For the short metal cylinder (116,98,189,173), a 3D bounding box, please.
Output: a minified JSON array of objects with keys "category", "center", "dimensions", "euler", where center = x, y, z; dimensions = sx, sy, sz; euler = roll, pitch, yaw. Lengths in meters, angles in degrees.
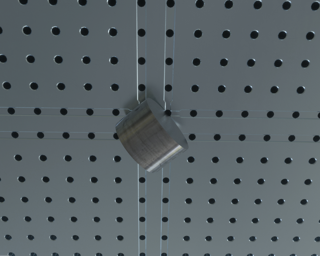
[{"category":"short metal cylinder","center":[-0.009,0.009,0.387],"dimensions":[0.050,0.080,0.080],"euler":[-38,106,13]}]
